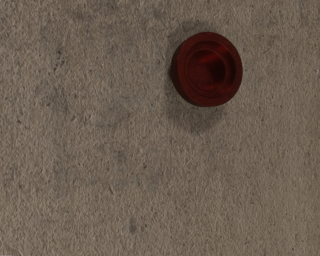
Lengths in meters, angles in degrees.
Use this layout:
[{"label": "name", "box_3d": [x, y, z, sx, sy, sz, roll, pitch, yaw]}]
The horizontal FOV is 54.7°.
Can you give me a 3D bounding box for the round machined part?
[{"label": "round machined part", "box_3d": [0.059, -0.077, 0.423, 0.099, 0.042, 0.097, 0, 90, -21]}]
